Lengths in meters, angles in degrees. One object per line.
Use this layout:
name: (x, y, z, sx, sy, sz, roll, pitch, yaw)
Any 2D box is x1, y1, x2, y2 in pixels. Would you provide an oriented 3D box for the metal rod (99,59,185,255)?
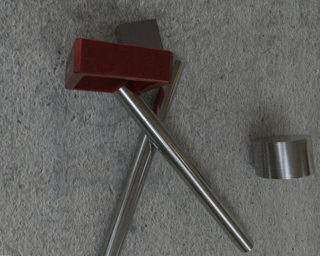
metal rod: (-0.026, 0.052, 0.400, 0.025, 0.025, 0.299, 21, 83, -19)

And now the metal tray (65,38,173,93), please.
metal tray: (-0.051, -0.060, 0.335, 0.091, 0.130, 0.030, 3, 89, -20)

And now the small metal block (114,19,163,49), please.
small metal block: (-0.026, -0.109, 0.400, 0.050, 0.025, 0.050, -16, 96, -20)

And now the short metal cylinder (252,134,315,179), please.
short metal cylinder: (0.177, 0.040, 0.447, 0.081, 0.080, 0.050, -8, 93, -20)

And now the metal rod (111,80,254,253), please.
metal rod: (0.041, 0.063, 0.406, 0.025, 0.025, 0.300, -44, 111, -15)
